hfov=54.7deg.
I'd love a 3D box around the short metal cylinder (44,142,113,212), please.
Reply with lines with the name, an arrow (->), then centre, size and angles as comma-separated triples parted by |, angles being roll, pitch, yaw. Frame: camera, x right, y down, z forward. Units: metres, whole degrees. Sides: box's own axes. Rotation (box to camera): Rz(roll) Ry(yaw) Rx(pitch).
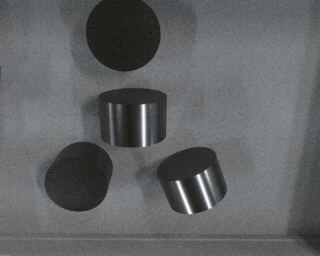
short metal cylinder -> -0.108, 0.065, 0.421 | 0.081, 0.050, 0.079 | 0, 110, -1

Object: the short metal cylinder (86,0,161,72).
short metal cylinder -> -0.040, -0.109, 0.357 | 0.081, 0.050, 0.079 | 0, 110, -1

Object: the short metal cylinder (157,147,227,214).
short metal cylinder -> 0.042, 0.067, 0.407 | 0.080, 0.080, 0.050 | -19, 109, 6

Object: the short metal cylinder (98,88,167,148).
short metal cylinder -> -0.032, -0.015, 0.376 | 0.081, 0.080, 0.050 | 1, 110, -1
